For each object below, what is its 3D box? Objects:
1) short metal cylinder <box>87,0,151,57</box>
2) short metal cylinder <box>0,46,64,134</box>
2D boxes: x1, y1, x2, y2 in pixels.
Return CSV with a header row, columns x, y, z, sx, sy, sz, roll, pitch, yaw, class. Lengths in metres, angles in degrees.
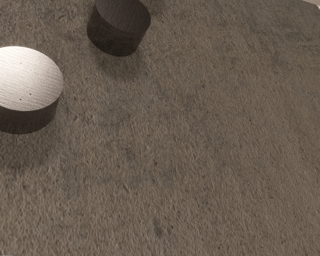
x,y,z,sx,sy,sz,roll,pitch,yaw,class
-0.060,-0.151,0.449,0.081,0.050,0.080,14,56,-21,short metal cylinder
-0.150,-0.040,0.332,0.081,0.050,0.080,14,56,-21,short metal cylinder
